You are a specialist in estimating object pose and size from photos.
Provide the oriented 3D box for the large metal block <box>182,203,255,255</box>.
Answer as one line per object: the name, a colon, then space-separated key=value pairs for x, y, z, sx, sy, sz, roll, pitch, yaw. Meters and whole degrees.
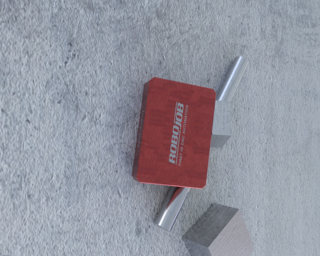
large metal block: x=0.090 y=0.174 z=0.467 sx=0.080 sy=0.050 sz=0.080 roll=-37 pitch=113 yaw=-34

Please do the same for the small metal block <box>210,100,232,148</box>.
small metal block: x=0.079 y=-0.005 z=0.431 sx=0.025 sy=0.050 sz=0.050 roll=3 pitch=67 yaw=-3

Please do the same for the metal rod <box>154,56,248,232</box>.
metal rod: x=0.070 y=0.010 z=0.465 sx=0.025 sy=0.025 sz=0.300 roll=43 pitch=64 yaw=-32

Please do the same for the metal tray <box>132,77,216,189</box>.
metal tray: x=0.019 y=0.008 z=0.397 sx=0.091 sy=0.030 sz=0.129 roll=9 pitch=84 yaw=-17
